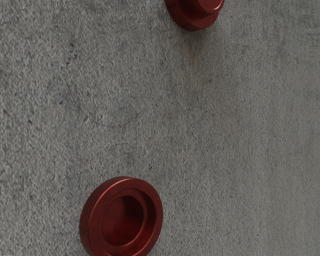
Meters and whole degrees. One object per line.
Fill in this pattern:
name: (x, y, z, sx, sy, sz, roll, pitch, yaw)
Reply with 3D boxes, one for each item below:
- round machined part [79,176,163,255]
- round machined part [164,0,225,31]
round machined part: (-0.047, 0.104, 0.354, 0.099, 0.042, 0.097, 0, 90, -40)
round machined part: (0.055, -0.191, 0.439, 0.099, 0.042, 0.097, 0, 90, -40)
